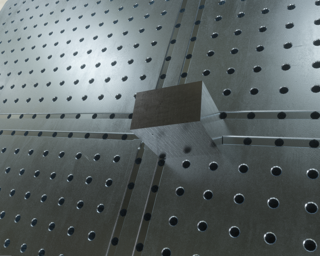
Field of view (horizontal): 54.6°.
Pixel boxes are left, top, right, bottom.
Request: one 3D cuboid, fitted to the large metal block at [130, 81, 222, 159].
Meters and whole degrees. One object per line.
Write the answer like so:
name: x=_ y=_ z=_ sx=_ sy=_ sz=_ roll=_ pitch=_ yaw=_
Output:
large metal block: x=0.023 y=-0.005 z=0.365 sx=0.080 sy=0.080 sz=0.050 roll=-7 pitch=59 yaw=24
